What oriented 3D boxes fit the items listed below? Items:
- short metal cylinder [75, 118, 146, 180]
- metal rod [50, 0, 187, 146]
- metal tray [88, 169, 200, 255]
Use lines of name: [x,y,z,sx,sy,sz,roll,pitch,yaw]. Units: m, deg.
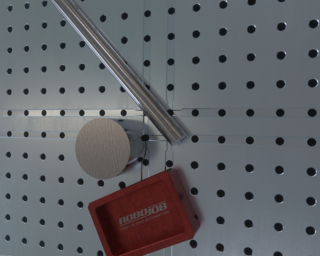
short metal cylinder: [-0.067,0.026,0.423,0.080,0.050,0.079,0,90,20]
metal rod: [-0.069,-0.096,0.436,0.025,0.025,0.300,-43,77,15]
metal tray: [-0.024,0.120,0.418,0.130,0.030,0.090,-26,82,18]
